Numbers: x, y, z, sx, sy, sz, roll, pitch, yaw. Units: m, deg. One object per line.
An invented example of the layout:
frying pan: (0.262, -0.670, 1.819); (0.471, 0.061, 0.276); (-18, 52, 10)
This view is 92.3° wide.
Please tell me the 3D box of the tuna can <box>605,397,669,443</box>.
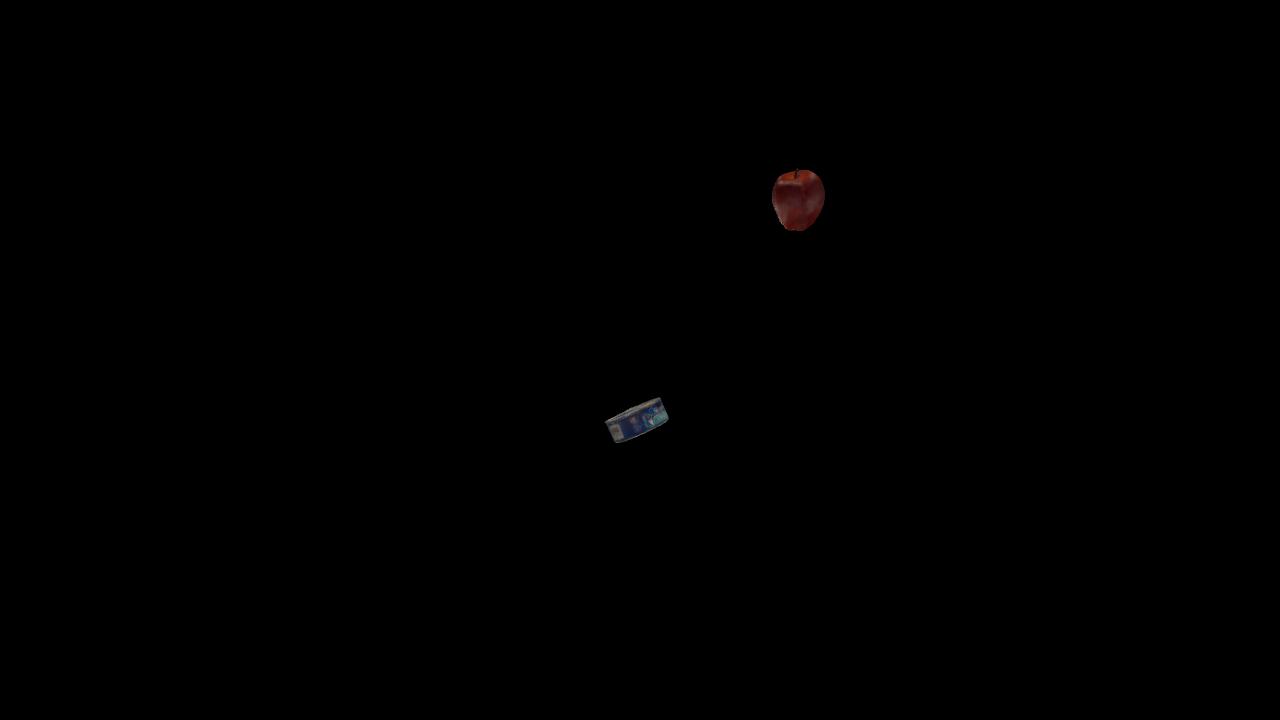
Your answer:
tuna can: (-0.004, 0.083, 0.846); (0.084, 0.034, 0.084); (-24, -1, 0)

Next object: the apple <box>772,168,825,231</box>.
apple: (0.241, -0.245, 0.937); (0.079, 0.093, 0.079); (-10, 33, 6)
